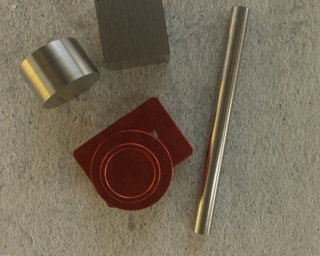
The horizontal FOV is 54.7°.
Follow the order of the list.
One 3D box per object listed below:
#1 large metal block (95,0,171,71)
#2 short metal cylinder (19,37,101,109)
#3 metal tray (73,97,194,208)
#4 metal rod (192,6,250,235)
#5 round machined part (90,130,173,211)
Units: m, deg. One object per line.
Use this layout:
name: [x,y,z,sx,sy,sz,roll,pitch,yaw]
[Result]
large metal block: [-0.033,-0.123,0.397,0.081,0.050,0.080,-9,90,-1]
short metal cylinder: [-0.121,-0.066,0.381,0.080,0.080,0.050,-34,90,0]
metal tray: [-0.034,0.031,0.407,0.130,0.030,0.090,-35,90,-1]
metal rod: [0.081,-0.010,0.411,0.025,0.025,0.298,10,90,-1]
round machined part: [-0.034,0.051,0.371,0.099,0.042,0.097,0,90,-1]
